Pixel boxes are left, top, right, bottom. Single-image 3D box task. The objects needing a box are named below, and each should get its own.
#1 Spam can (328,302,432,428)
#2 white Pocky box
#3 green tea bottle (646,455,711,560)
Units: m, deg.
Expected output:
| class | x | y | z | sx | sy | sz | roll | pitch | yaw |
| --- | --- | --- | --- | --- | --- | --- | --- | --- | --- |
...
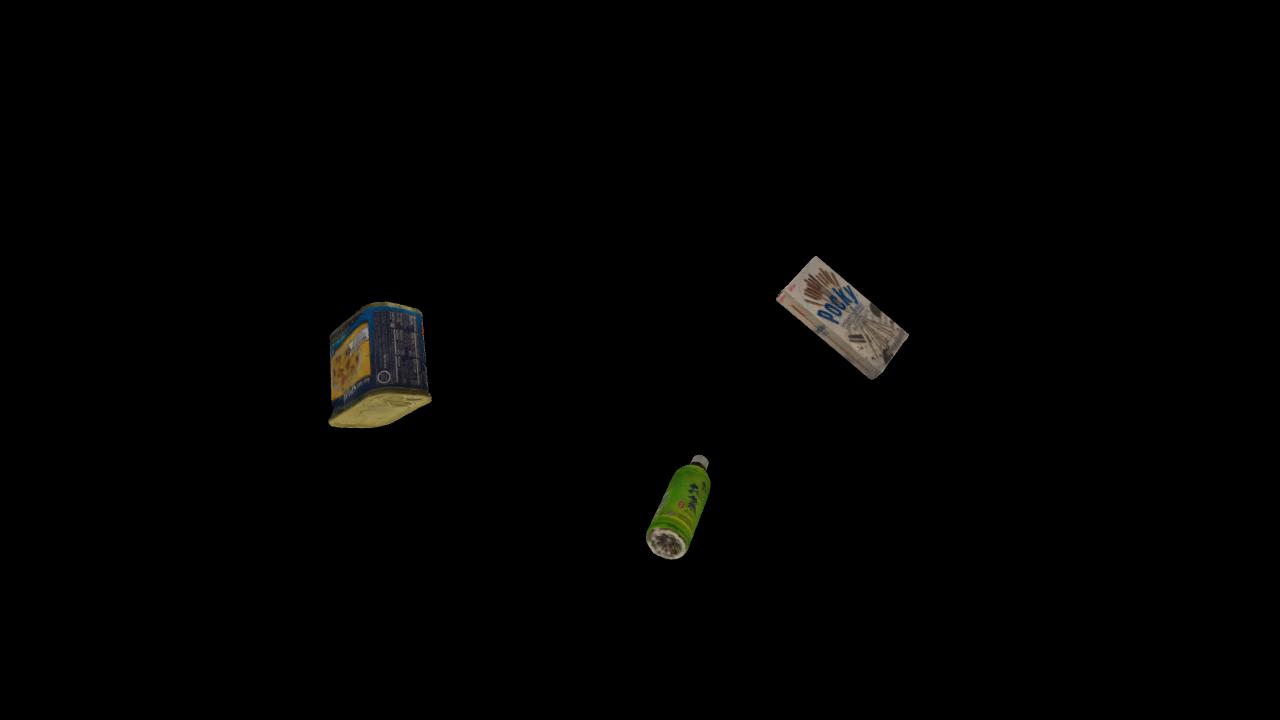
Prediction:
| class | x | y | z | sx | sy | sz | roll | pitch | yaw |
| --- | --- | --- | --- | --- | --- | --- | --- | --- | --- |
| Spam can | -0.234 | 0.006 | 0.547 | 0.101 | 0.085 | 0.058 | -24 | -21 | 36 |
| white Pocky box | 0.251 | -0.054 | 0.764 | 0.084 | 0.154 | 0.028 | -44 | -8 | -30 |
| green tea bottle | 0.074 | 0.232 | 1.025 | 0.073 | 0.073 | 0.212 | 0 | 30 | 21 |
